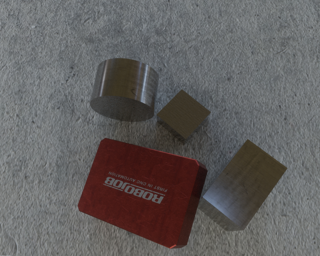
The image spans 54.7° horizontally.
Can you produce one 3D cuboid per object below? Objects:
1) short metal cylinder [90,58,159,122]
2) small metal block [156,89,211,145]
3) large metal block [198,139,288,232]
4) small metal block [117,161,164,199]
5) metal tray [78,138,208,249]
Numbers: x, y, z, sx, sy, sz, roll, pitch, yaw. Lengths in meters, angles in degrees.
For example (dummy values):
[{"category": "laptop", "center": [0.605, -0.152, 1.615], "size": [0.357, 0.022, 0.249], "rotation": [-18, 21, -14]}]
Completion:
[{"category": "short metal cylinder", "center": [-0.044, -0.046, 0.395], "size": [0.080, 0.080, 0.050], "rotation": [6, 70, 2]}, {"category": "small metal block", "center": [0.031, -0.015, 0.414], "size": [0.050, 0.025, 0.050], "rotation": [40, 75, 13]}, {"category": "large metal block", "center": [0.088, 0.069, 0.354], "size": [0.050, 0.080, 0.080], "rotation": [38, 74, 12]}, {"category": "small metal block", "center": [-0.022, 0.062, 0.385], "size": [0.050, 0.025, 0.050], "rotation": [-14, 71, -5]}, {"category": "metal tray", "center": [-0.022, 0.068, 0.347], "size": [0.130, 0.030, 0.090], "rotation": [11, 77, 29]}]
